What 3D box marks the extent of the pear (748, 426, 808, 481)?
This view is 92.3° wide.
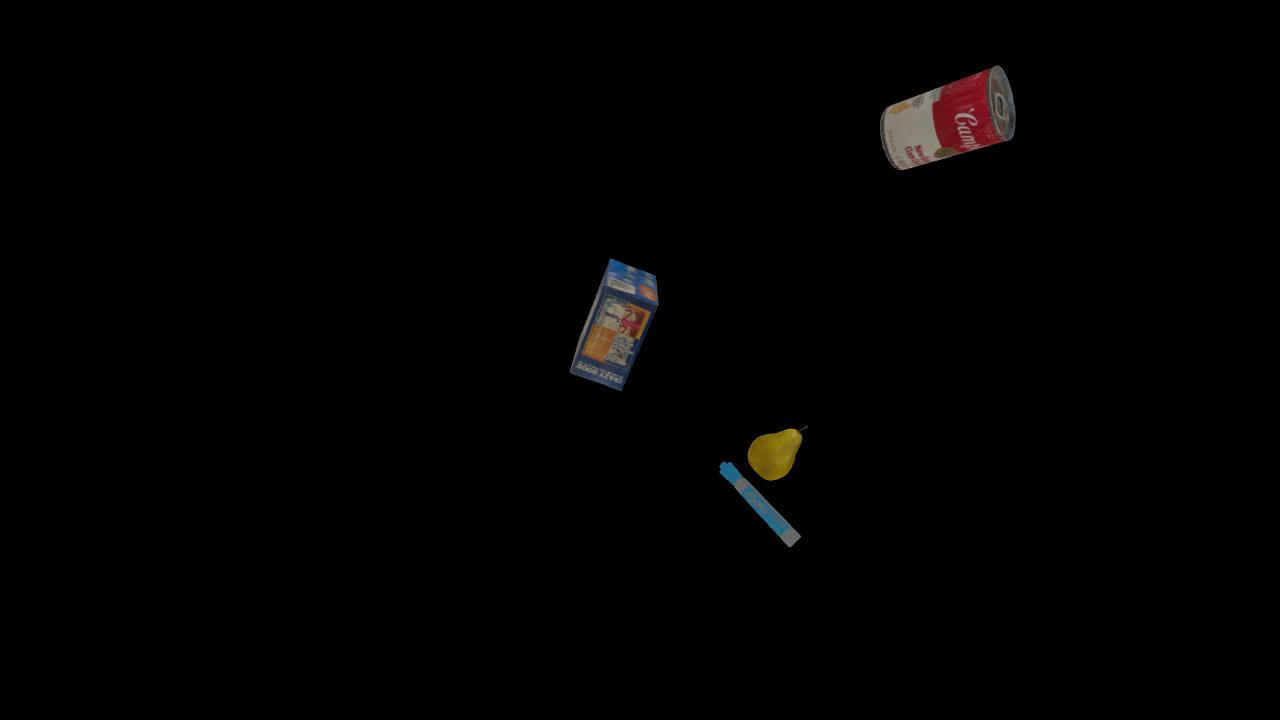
[{"bbox_3d":[0.227,0.139,0.990,0.080,0.111,0.080,41,12,-10],"label":"pear"}]

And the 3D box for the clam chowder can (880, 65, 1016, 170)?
[{"bbox_3d":[0.296,-0.230,0.595,0.068,0.068,0.102,0,-3,-43],"label":"clam chowder can"}]

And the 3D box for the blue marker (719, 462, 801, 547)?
[{"bbox_3d":[0.136,0.164,0.714,0.121,0.020,0.020,46,25,26],"label":"blue marker"}]

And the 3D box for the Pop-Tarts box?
[{"bbox_3d":[-0.036,-0.057,0.917,0.083,0.141,0.167,21,19,-7],"label":"Pop-Tarts box"}]
